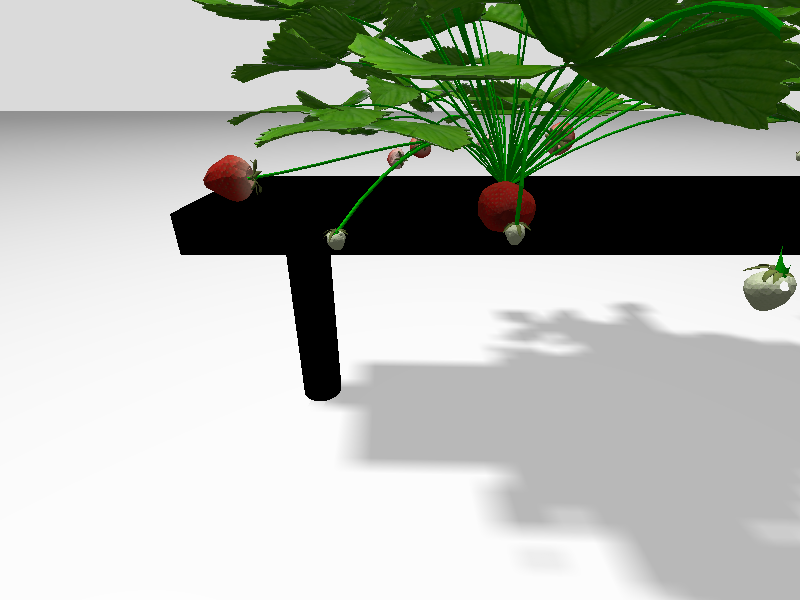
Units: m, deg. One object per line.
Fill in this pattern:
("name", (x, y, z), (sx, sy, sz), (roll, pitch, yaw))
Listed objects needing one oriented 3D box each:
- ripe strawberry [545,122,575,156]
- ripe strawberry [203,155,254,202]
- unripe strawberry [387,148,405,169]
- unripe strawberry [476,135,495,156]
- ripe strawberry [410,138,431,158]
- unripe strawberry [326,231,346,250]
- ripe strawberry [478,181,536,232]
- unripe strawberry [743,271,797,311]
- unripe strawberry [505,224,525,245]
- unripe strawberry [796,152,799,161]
("ripe strawberry", (0.215, -0.216, 0.535), (0.037, 0.042, 0.040), (14, 29, 26))
("ripe strawberry", (-0.128, -0.091, 0.300), (0.035, 0.034, 0.032), (-5, 27, -9))
("unripe strawberry", (-0.005, -0.153, 0.434), (0.018, 0.021, 0.020), (-22, 27, -37))
("unripe strawberry", (0.114, -0.199, 0.520), (0.029, 0.026, 0.026), (3, 7, 6))
("ripe strawberry", (0.026, -0.196, 0.514), (0.029, 0.030, 0.031), (-8, -5, -16))
("unripe strawberry", (-0.033, -0.030, 0.205), (0.011, 0.010, 0.010), (20, 33, 34))
("ripe strawberry", (0.059, -0.051, 0.223), (0.032, 0.027, 0.032), (6, 28, 12))
("unripe strawberry", (0.097, -0.002, 0.105), (0.011, 0.011, 0.010), (-1, 27, -1))
("unripe strawberry", (0.051, -0.029, 0.176), (0.009, 0.010, 0.010), (6, 27, 11))
("unripe strawberry", (0.443, -0.159, 0.442), (0.009, 0.010, 0.010), (-21, 33, -35))
